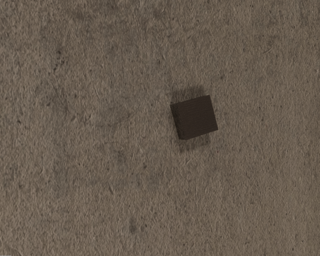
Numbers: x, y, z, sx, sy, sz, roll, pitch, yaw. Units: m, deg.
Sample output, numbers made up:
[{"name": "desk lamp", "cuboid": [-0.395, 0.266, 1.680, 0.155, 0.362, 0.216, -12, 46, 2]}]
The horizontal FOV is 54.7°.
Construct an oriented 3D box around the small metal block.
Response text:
[{"name": "small metal block", "cuboid": [0.047, -0.015, 0.428, 0.050, 0.025, 0.050, -17, 96, -20]}]
